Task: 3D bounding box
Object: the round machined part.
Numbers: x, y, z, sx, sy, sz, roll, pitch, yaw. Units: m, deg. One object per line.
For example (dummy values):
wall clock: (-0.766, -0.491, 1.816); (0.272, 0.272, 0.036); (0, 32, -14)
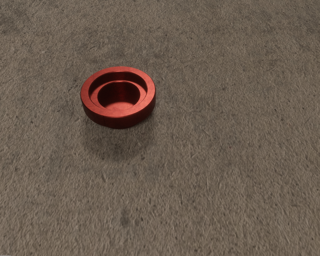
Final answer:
round machined part: (-0.055, -0.037, 0.422); (0.099, 0.042, 0.098); (0, 50, 0)
